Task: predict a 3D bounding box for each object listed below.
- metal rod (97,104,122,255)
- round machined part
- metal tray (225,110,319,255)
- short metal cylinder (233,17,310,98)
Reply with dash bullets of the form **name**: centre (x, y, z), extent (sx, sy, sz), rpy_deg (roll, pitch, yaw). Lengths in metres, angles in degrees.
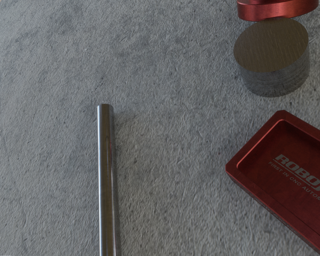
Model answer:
- **metal rod**: centre (-0.063, 0.094, 0.377), extent (0.025, 0.025, 0.299), rpy_deg (-20, 54, 16)
- **round machined part**: centre (0.148, -0.172, 0.394), extent (0.098, 0.042, 0.098), rpy_deg (-10, 31, 6)
- **metal tray**: centre (0.140, 0.050, 0.295), extent (0.090, 0.030, 0.130), rpy_deg (-45, 51, -4)
- **short metal cylinder**: centre (0.134, -0.083, 0.369), extent (0.080, 0.050, 0.080), rpy_deg (-13, 57, 21)
